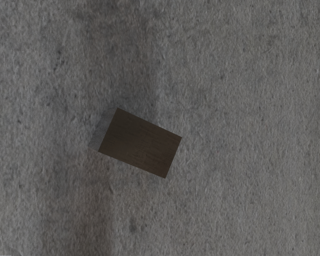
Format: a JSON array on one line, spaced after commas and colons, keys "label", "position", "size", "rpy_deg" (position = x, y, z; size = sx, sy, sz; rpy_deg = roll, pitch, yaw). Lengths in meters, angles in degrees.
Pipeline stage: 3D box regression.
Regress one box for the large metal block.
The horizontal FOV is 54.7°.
[{"label": "large metal block", "position": [-0.033, 0.017, 0.368], "size": [0.080, 0.080, 0.050], "rpy_deg": [25, 82, -19]}]
